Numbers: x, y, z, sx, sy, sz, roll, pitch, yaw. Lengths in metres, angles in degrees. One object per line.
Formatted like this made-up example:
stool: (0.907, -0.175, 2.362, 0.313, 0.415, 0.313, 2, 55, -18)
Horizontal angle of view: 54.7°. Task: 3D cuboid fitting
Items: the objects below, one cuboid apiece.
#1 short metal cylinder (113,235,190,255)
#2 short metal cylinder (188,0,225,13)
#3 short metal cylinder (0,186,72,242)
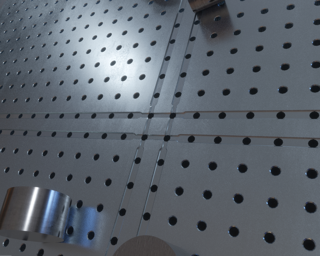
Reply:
short metal cylinder: (-0.007, 0.151, 0.303, 0.080, 0.050, 0.080, -13, 56, 21)
short metal cylinder: (0.063, -0.227, 0.479, 0.050, 0.080, 0.080, -18, 55, 18)
short metal cylinder: (-0.156, 0.110, 0.387, 0.080, 0.080, 0.050, -9, 58, 23)
